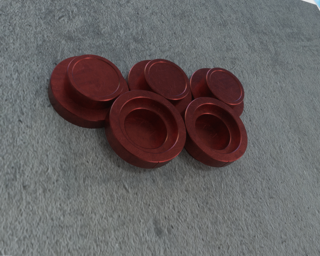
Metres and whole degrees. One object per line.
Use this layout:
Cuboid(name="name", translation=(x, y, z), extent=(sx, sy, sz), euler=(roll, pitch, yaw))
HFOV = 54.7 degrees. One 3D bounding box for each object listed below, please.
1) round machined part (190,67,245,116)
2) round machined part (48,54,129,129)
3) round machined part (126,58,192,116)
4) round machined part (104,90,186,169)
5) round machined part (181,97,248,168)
Cuboid(name="round machined part", translation=(0.090, -0.054, 0.478), extent=(0.099, 0.042, 0.098), euler=(14, 56, -21))
Cuboid(name="round machined part", translation=(-0.084, -0.052, 0.382), extent=(0.099, 0.042, 0.098), euler=(14, 56, -21))
Cuboid(name="round machined part", translation=(0.002, -0.057, 0.432), extent=(0.099, 0.042, 0.098), euler=(14, 56, -21))
Cuboid(name="round machined part", translation=(-0.021, 0.005, 0.381), extent=(0.099, 0.042, 0.098), euler=(14, 56, -21))
Cuboid(name="round machined part", translation=(0.068, 0.009, 0.427), extent=(0.099, 0.042, 0.098), euler=(14, 56, -21))
